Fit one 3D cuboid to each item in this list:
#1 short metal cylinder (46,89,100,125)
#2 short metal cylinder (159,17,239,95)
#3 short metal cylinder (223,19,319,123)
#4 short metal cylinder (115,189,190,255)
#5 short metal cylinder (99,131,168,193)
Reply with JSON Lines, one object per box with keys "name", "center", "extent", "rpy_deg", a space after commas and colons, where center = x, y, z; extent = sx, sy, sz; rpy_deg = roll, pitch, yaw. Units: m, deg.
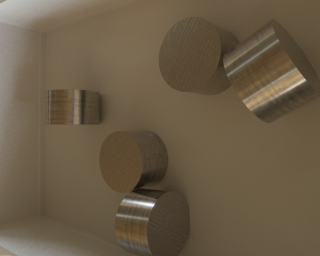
{"name": "short metal cylinder", "center": [-0.134, -0.030, 0.479], "extent": [0.080, 0.081, 0.050], "rpy_deg": [0, 90, 39]}
{"name": "short metal cylinder", "center": [0.046, -0.079, 0.352], "extent": [0.080, 0.050, 0.079], "rpy_deg": [0, 90, 39]}
{"name": "short metal cylinder", "center": [0.104, -0.051, 0.285], "extent": [0.050, 0.081, 0.080], "rpy_deg": [-35, 69, 34]}
{"name": "short metal cylinder", "center": [-0.007, 0.115, 0.375], "extent": [0.050, 0.081, 0.080], "rpy_deg": [-4, 88, 39]}
{"name": "short metal cylinder", "center": [-0.036, 0.044, 0.418], "extent": [0.080, 0.050, 0.079], "rpy_deg": [0, 90, 39]}
